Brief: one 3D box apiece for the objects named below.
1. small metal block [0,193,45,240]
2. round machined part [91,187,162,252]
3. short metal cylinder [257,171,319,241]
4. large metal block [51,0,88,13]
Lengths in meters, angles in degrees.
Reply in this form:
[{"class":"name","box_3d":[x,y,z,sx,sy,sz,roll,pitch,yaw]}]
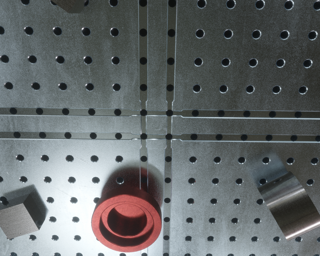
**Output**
[{"class":"small metal block","box_3d":[-0.209,0.131,0.460,0.050,0.025,0.050,-18,109,6]},{"class":"round machined part","box_3d":[-0.047,0.128,0.451,0.099,0.042,0.097,0,110,0]},{"class":"short metal cylinder","box_3d":[0.177,0.106,0.425,0.050,0.080,0.080,-30,108,10]},{"class":"large metal block","box_3d":[-0.105,-0.182,0.332,0.080,0.050,0.080,35,106,-12]}]
